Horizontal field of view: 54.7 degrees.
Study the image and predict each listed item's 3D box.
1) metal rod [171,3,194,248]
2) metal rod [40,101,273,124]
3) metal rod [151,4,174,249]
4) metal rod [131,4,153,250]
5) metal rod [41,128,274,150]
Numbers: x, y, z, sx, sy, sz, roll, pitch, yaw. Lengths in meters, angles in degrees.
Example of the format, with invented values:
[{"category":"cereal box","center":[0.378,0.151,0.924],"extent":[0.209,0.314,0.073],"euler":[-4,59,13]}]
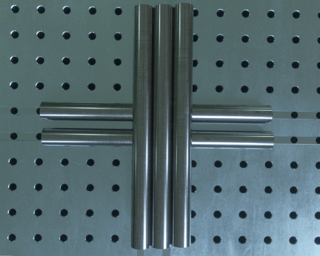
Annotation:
[{"category":"metal rod","center":[0.028,-0.003,0.389],"extent":[0.025,0.025,0.298],"euler":[1,90,-1]},{"category":"metal rod","center":[-0.004,-0.021,0.413],"extent":[0.302,0.025,0.025],"euler":[1,90,-1]},{"category":"metal rod","center":[0.003,-0.002,0.389],"extent":[0.025,0.025,0.298],"euler":[1,90,-1]},{"category":"metal rod","center":[-0.022,-0.001,0.388],"extent":[0.025,0.025,0.298],"euler":[1,90,-1]},{"category":"metal rod","center":[-0.002,0.014,0.414],"extent":[0.302,0.025,0.025],"euler":[1,90,-1]}]
